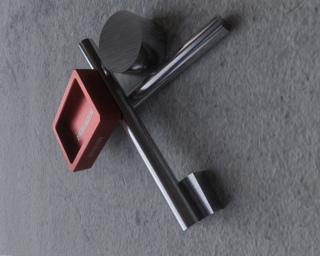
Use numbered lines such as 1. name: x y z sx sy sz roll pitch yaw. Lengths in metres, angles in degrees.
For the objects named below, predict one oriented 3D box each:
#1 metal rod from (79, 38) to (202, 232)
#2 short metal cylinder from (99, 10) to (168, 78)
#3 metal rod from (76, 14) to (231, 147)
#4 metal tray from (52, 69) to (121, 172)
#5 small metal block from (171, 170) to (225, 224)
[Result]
1. metal rod: -0.037 -0.008 0.403 0.025 0.025 0.299 -46 63 30
2. short metal cylinder: -0.037 -0.111 0.417 0.080 0.050 0.079 0 90 39
3. metal rod: -0.029 -0.044 0.429 0.299 0.025 0.025 -36 68 33
4. metal tray: -0.110 -0.009 0.441 0.090 0.030 0.129 58 135 24
5. small metal block: 0.040 0.086 0.371 0.050 0.025 0.050 -41 66 32
